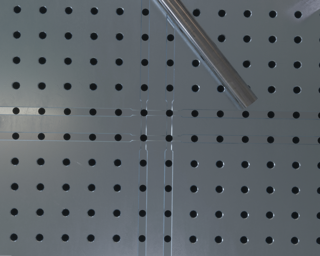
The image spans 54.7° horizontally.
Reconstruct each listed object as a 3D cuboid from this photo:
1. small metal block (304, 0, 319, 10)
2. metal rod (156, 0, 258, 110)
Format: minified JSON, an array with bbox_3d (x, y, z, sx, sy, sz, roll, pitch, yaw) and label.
[{"bbox_3d":[0.222,-0.190,0.403,0.025,0.050,0.050,35,90,0],"label":"small metal block"},{"bbox_3d":[0.027,-0.150,0.413,0.025,0.025,0.300,-38,90,0],"label":"metal rod"}]
